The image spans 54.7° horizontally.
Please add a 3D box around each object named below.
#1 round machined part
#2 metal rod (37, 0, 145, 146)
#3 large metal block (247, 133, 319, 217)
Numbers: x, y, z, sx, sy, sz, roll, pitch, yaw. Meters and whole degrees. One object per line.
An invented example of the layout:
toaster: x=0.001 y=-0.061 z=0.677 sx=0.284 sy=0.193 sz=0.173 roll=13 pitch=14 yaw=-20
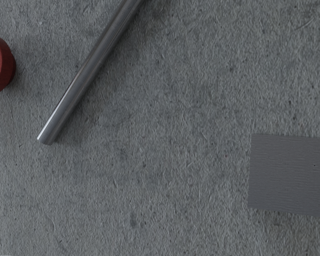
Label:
round machined part: x=-0.272 y=-0.099 z=0.494 sx=0.098 sy=0.042 sz=0.097 roll=0 pitch=90 yaw=19
metal rod: x=-0.089 y=-0.100 z=0.438 sx=0.025 sy=0.025 sz=0.299 roll=39 pitch=102 yaw=15
large metal block: x=0.143 y=0.048 z=0.345 sx=0.080 sy=0.050 sz=0.079 roll=4 pitch=91 yaw=19
